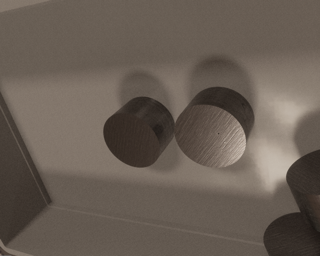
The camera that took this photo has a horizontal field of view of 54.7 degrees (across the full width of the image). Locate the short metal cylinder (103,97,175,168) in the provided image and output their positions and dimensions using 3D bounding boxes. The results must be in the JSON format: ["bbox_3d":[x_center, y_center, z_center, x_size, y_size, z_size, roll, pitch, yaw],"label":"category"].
[{"bbox_3d":[-0.027,0.005,0.408,0.080,0.050,0.079,13,124,20],"label":"short metal cylinder"}]

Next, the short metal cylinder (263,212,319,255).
[{"bbox_3d":[0.173,0.148,0.373,0.080,0.080,0.050,-13,112,33],"label":"short metal cylinder"}]

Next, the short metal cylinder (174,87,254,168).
[{"bbox_3d":[0.063,-0.001,0.358,0.080,0.050,0.079,13,124,20],"label":"short metal cylinder"}]

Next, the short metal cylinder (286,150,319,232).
[{"bbox_3d":[0.179,0.062,0.317,0.080,0.080,0.050,-18,109,34],"label":"short metal cylinder"}]
